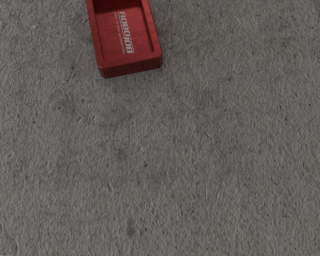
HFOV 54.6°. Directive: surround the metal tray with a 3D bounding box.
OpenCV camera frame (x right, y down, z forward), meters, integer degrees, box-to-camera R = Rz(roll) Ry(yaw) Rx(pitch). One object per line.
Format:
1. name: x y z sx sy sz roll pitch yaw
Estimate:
1. metal tray: -0.054 -0.143 0.457 0.091 0.030 0.130 -12 70 -5
